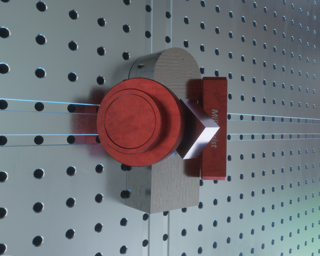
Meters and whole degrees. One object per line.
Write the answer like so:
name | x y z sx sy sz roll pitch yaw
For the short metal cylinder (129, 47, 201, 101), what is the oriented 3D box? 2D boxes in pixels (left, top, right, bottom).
short metal cylinder | 0.008 -0.059 0.398 0.081 0.050 0.080 0 90 -40

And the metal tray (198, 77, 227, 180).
metal tray | 0.070 0.001 0.427 0.030 0.090 0.129 1 89 3

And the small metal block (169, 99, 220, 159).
small metal block | 0.034 0.001 0.366 0.025 0.050 0.050 0 133 -43

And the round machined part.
round machined part | -0.025 -0.006 0.335 0.042 0.098 0.097 4 87 -73

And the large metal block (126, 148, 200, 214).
large metal block | 0.005 0.059 0.397 0.081 0.050 0.080 3 88 -40
